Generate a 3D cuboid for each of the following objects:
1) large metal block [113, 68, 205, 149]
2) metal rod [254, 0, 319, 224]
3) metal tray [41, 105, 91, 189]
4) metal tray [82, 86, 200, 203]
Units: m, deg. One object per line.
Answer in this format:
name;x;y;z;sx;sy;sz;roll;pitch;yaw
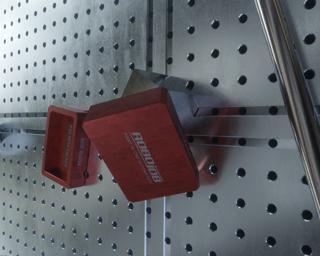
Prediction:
large metal block;-0.004;-0.020;0.377;0.050;0.081;0.079;40;115;32
metal rod;0.140;0.007;0.293;0.025;0.025;0.299;-20;77;38
metal tray;-0.165;0.030;0.542;0.090;0.030;0.129;14;99;39
metal tray;-0.016;0.025;0.347;0.090;0.030;0.129;-14;125;13
